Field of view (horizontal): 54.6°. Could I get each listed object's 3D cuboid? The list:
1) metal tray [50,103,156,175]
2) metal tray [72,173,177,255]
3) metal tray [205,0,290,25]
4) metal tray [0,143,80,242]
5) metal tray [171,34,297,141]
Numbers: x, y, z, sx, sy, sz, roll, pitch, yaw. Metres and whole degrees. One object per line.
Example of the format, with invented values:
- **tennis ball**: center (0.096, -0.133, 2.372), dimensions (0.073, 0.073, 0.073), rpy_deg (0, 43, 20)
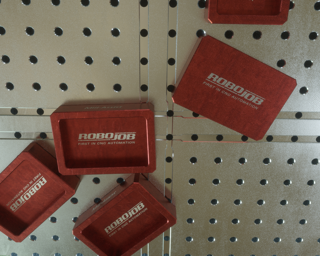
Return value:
- **metal tray**: center (-0.072, 0.015, 0.415), dimensions (0.131, 0.030, 0.089), rpy_deg (-2, 110, 0)
- **metal tray**: center (-0.052, 0.138, 0.460), dimensions (0.130, 0.030, 0.090), rpy_deg (-39, 106, 13)
- **metal tray**: center (0.100, -0.183, 0.343), dimensions (0.090, 0.030, 0.129), rpy_deg (1, 110, -1)
- **metal tray**: center (-0.192, 0.094, 0.443), dimensions (0.130, 0.030, 0.090), rpy_deg (-42, 105, 14)
- **metal tray**: center (0.091, -0.050, 0.393), dimensions (0.131, 0.030, 0.090), rpy_deg (24, 108, -9)
